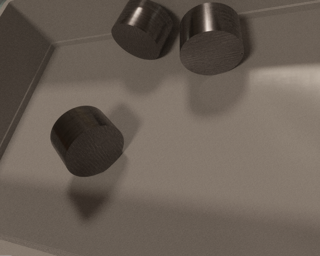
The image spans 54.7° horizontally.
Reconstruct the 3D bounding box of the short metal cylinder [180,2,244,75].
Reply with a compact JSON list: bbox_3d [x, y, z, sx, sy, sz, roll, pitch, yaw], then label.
[{"bbox_3d":[0.066,-0.114,0.405,0.080,0.080,0.050,-11,57,22],"label":"short metal cylinder"}]

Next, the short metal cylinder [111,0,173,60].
[{"bbox_3d":[-0.027,-0.150,0.475,0.080,0.080,0.050,13,69,33],"label":"short metal cylinder"}]

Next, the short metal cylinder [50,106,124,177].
[{"bbox_3d":[-0.095,0.017,0.408,0.080,0.080,0.050,-45,51,-3],"label":"short metal cylinder"}]
